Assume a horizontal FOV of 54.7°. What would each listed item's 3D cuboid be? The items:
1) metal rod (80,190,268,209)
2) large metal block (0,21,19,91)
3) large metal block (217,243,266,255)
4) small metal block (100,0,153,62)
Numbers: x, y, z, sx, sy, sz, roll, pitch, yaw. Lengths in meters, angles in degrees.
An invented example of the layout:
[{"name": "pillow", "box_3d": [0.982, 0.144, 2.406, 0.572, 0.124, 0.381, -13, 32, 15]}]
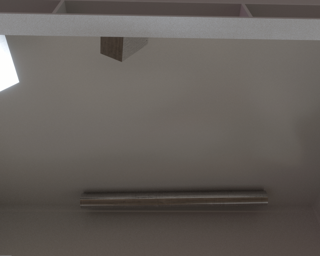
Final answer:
[{"name": "metal rod", "box_3d": [0.023, 0.118, 0.509, 0.302, 0.025, 0.025, -1, 130, 0]}, {"name": "large metal block", "box_3d": [-0.192, -0.081, 0.295, 0.080, 0.050, 0.079, 27, 137, 25]}, {"name": "large metal block", "box_3d": [0.178, 0.294, 0.649, 0.080, 0.050, 0.080, -34, 123, 25]}, {"name": "small metal block", "box_3d": [-0.033, -0.100, 0.302, 0.025, 0.050, 0.050, 25, 133, 16]}]
